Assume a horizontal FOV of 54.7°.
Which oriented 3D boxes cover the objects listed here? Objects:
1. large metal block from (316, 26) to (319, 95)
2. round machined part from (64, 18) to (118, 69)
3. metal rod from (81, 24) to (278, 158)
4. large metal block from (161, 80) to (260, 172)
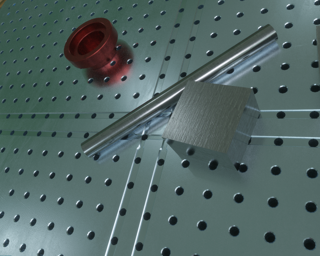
[{"bbox_3d":[0.210,-0.067,0.323,0.080,0.050,0.080,-3,60,26],"label":"large metal block"},{"bbox_3d":[-0.116,-0.143,0.546,0.098,0.042,0.098,-13,56,21],"label":"round machined part"},{"bbox_3d":[0.021,-0.047,0.425,0.300,0.025,0.025,-32,52,7],"label":"metal rod"},{"bbox_3d":[0.061,-0.005,0.363,0.080,0.050,0.080,13,69,33],"label":"large metal block"}]
